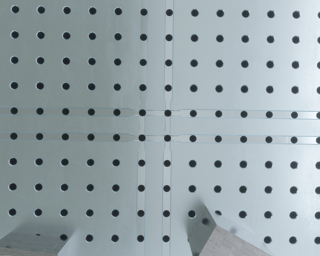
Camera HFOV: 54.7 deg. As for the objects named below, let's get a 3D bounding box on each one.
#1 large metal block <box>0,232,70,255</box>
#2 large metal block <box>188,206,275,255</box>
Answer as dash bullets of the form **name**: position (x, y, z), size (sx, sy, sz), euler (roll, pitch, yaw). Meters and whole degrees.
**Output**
- **large metal block**: position (-0.169, 0.186, 0.399), size (0.081, 0.050, 0.080), euler (7, 90, -1)
- **large metal block**: position (0.086, 0.150, 0.387), size (0.080, 0.080, 0.050), euler (30, 90, -1)
